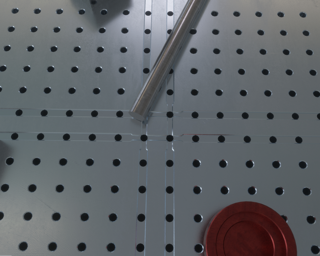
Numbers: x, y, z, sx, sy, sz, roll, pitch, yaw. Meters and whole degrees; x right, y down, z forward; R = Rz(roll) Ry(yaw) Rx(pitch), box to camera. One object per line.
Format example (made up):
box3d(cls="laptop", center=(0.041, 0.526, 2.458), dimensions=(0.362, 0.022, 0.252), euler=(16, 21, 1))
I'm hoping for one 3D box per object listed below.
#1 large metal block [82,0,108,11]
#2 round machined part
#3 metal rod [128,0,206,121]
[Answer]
box3d(cls="large metal block", center=(-0.104, -0.248, 0.488), dimensions=(0.080, 0.050, 0.080), euler=(-40, 75, -13))
box3d(cls="round machined part", center=(0.099, 0.136, 0.354), dimensions=(0.099, 0.042, 0.098), euler=(0, 70, 0))
box3d(cls="metal rod", center=(0.031, -0.144, 0.464), dimensions=(0.025, 0.025, 0.300), euler=(23, 71, 8))
